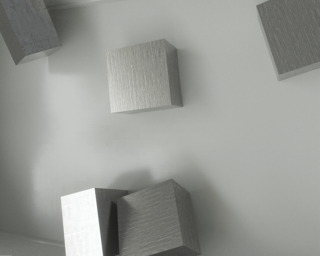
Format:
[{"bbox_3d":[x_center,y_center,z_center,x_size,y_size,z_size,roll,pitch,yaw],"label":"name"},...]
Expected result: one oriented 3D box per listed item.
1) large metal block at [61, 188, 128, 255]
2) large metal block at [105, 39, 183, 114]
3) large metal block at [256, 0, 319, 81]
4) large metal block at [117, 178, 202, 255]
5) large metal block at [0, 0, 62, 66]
[{"bbox_3d":[-0.077,0.124,0.400,0.050,0.080,0.080,-18,71,19],"label":"large metal block"},{"bbox_3d":[-0.020,-0.063,0.404,0.080,0.050,0.080,-6,88,20],"label":"large metal block"},{"bbox_3d":[0.159,-0.105,0.341,0.080,0.050,0.080,-18,84,19],"label":"large metal block"},{"bbox_3d":[-0.003,0.120,0.380,0.080,0.050,0.080,-24,50,18],"label":"large metal block"},{"bbox_3d":[-0.187,-0.138,0.431,0.080,0.050,0.080,1,115,57],"label":"large metal block"}]
